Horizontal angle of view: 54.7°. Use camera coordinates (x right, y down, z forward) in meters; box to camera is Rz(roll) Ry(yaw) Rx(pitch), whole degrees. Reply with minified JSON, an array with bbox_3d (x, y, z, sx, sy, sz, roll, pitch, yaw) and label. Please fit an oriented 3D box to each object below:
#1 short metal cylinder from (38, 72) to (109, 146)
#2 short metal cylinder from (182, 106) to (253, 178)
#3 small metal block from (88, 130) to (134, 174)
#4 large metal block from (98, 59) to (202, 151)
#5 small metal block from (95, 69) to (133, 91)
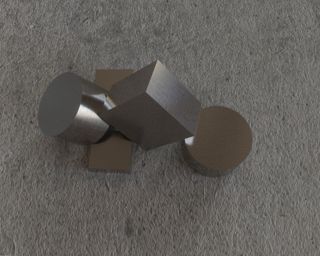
[{"bbox_3d":[-0.104,-0.022,0.384,0.080,0.050,0.080,-13,67,33],"label":"short metal cylinder"},{"bbox_3d":[0.069,0.019,0.390,0.081,0.050,0.080,0,70,0],"label":"short metal cylinder"},{"bbox_3d":[-0.061,0.031,0.397,0.050,0.025,0.050,3,70,0],"label":"small metal block"},{"bbox_3d":[-0.011,-0.022,0.368,0.080,0.080,0.050,41,48,-30],"label":"large metal block"},{"bbox_3d":[-0.063,-0.053,0.428,0.050,0.025,0.050,-1,70,-1],"label":"small metal block"}]
